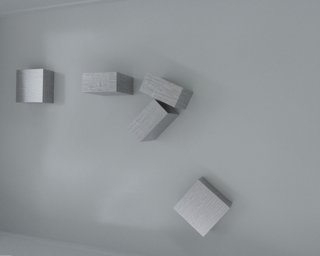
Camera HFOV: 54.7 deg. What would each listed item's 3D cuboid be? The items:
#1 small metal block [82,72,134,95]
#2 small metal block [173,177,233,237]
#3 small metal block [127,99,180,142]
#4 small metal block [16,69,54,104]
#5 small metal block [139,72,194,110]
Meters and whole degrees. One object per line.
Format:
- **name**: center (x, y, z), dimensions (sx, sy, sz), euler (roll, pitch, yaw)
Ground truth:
- **small metal block**: center (-0.070, -0.059, 0.422), dimensions (0.050, 0.050, 0.025), euler (1, 91, 20)
- **small metal block**: center (0.054, 0.098, 0.391), dimensions (0.050, 0.025, 0.050), euler (41, 103, 15)
- **small metal block**: center (-0.007, -0.009, 0.400), dimensions (0.050, 0.050, 0.025), euler (-46, 76, 14)
- **small metal block**: center (-0.193, -0.064, 0.479), dimensions (0.050, 0.025, 0.050), euler (2, 91, 20)
- **small metal block**: center (0.009, -0.046, 0.394), dimensions (0.050, 0.050, 0.025), euler (27, 99, 18)
